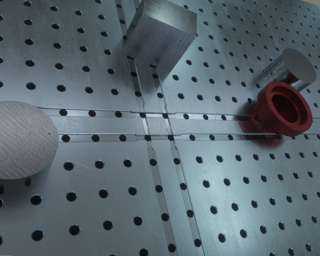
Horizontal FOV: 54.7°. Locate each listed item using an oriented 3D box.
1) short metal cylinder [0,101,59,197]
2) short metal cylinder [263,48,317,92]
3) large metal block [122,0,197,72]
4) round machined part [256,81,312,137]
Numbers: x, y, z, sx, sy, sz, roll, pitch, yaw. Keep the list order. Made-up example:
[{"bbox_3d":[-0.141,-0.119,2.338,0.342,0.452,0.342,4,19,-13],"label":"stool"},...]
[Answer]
[{"bbox_3d":[-0.145,0.020,0.302,0.081,0.050,0.080,14,56,-21],"label":"short metal cylinder"},{"bbox_3d":[0.246,-0.104,0.588,0.081,0.050,0.080,14,56,-21],"label":"short metal cylinder"},{"bbox_3d":[-0.001,-0.139,0.457,0.081,0.080,0.050,17,55,-19],"label":"large metal block"},{"bbox_3d":[0.204,-0.028,0.524,0.099,0.042,0.098,14,56,-21],"label":"round machined part"}]
